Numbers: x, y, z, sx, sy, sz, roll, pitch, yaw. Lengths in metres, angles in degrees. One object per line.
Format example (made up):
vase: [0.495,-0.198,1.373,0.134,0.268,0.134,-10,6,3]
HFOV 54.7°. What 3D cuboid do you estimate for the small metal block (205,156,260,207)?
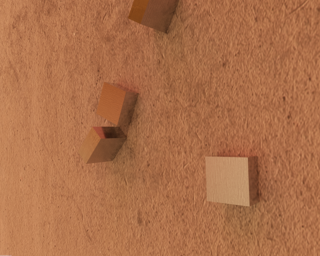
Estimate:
small metal block: [0.079,0.056,0.340,0.050,0.025,0.050,-3,88,40]

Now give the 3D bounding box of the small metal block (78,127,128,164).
small metal block: [-0.085,0.025,0.459,0.025,0.050,0.050,49,119,28]

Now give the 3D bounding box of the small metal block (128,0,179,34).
small metal block: [-0.007,-0.154,0.394,0.025,0.050,0.050,36,112,34]

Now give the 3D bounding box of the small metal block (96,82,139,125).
small metal block: [-0.064,-0.036,0.458,0.050,0.025,0.050,27,107,37]
